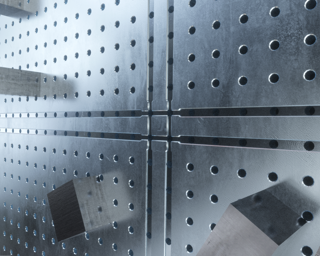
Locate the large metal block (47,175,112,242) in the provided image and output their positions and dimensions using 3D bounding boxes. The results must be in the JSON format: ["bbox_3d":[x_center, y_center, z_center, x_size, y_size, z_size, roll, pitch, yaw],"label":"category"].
[{"bbox_3d":[-0.133,0.131,0.504,0.080,0.050,0.080,-31,71,36],"label":"large metal block"}]

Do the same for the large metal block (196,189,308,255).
[{"bbox_3d":[0.087,0.113,0.302,0.050,0.081,0.080,40,114,33],"label":"large metal block"}]

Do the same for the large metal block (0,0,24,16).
[{"bbox_3d":[-0.341,-0.298,0.677,0.080,0.050,0.080,4,93,40],"label":"large metal block"}]

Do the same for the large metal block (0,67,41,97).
[{"bbox_3d":[-0.298,-0.091,0.622,0.080,0.081,0.050,6,94,40],"label":"large metal block"}]

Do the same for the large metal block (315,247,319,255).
[{"bbox_3d":[0.177,0.107,0.247,0.080,0.050,0.080,29,108,36],"label":"large metal block"}]
